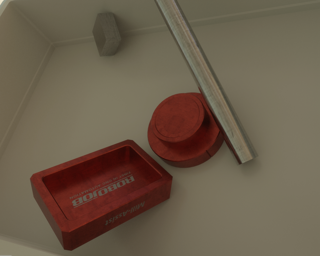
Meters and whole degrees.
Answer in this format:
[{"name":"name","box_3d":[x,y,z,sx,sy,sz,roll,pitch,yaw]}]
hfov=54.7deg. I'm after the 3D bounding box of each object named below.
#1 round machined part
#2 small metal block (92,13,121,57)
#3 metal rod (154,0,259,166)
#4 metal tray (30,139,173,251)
[{"name":"round machined part","box_3d":[0.028,-0.004,0.381,0.098,0.042,0.098,-13,56,20]},{"name":"small metal block","box_3d":[-0.090,-0.155,0.518,0.025,0.050,0.050,-12,76,-26]},{"name":"metal rod","box_3d":[0.035,-0.097,0.368,0.025,0.025,0.299,-27,77,11]},{"name":"metal tray","box_3d":[-0.063,0.066,0.346,0.131,0.030,0.090,-20,42,-33]}]
